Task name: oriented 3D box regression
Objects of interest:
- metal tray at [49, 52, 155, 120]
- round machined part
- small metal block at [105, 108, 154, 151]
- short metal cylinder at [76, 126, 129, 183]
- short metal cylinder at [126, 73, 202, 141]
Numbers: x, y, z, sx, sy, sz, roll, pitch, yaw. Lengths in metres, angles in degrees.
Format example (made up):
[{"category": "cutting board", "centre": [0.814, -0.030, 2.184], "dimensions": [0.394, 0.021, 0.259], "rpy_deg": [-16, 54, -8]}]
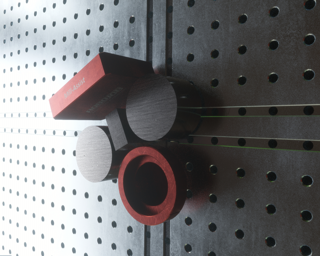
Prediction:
[{"category": "metal tray", "centre": [-0.080, -0.051, 0.427], "dimensions": [0.130, 0.091, 0.030], "rpy_deg": [-30, 72, 36]}, {"category": "round machined part", "centre": [-0.005, 0.071, 0.397], "dimensions": [0.098, 0.042, 0.097], "rpy_deg": [0, 90, 40]}, {"category": "small metal block", "centre": [-0.041, 0.002, 0.421], "dimensions": [0.025, 0.050, 0.050], "rpy_deg": [-32, 71, 36]}, {"category": "short metal cylinder", "centre": [-0.078, 0.036, 0.452], "dimensions": [0.080, 0.050, 0.079], "rpy_deg": [0, 90, 40]}, {"category": "short metal cylinder", "centre": [0.004, -0.025, 0.385], "dimensions": [0.080, 0.050, 0.079], "rpy_deg": [0, 90, 40]}]
